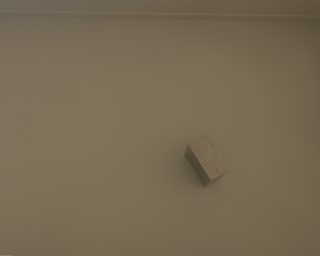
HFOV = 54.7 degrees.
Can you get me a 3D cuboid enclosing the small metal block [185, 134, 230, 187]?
[{"bbox_3d":[0.056,0.042,0.382,0.025,0.050,0.050,-28,73,-10],"label":"small metal block"}]
